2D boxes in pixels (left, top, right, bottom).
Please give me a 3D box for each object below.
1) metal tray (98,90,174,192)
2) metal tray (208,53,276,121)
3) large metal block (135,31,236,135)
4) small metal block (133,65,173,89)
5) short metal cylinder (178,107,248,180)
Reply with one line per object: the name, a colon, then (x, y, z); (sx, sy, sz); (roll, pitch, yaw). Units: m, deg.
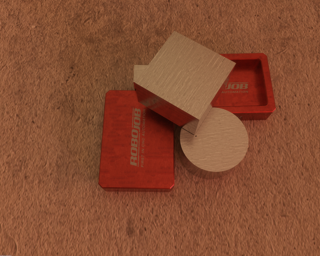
metal tray: (-0.027, 0.016, 0.402); (0.091, 0.030, 0.130); (1, 70, 0)
metal tray: (0.084, -0.056, 0.428); (0.131, 0.030, 0.090); (-1, 70, -1)
large metal block: (0.029, -0.052, 0.361); (0.080, 0.050, 0.080); (31, 73, 10)
small metal block: (-0.008, -0.061, 0.418); (0.050, 0.050, 0.025); (1, 70, 0)
short metal cylinder: (0.064, 0.021, 0.389); (0.080, 0.050, 0.080); (0, 70, 0)
